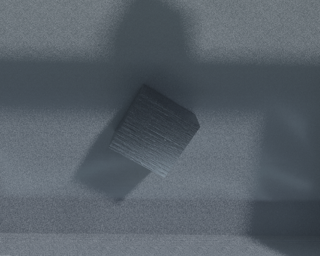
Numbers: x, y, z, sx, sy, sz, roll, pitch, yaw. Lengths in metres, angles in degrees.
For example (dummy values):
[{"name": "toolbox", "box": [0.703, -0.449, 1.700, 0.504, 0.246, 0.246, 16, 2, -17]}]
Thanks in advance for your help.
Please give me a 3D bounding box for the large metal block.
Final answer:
[{"name": "large metal block", "box": [-0.008, 0.003, 0.395, 0.080, 0.050, 0.080, 30, 107, -11]}]
